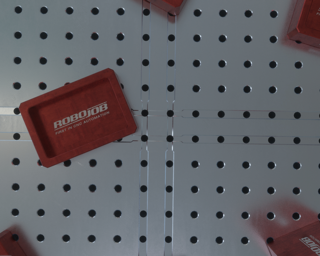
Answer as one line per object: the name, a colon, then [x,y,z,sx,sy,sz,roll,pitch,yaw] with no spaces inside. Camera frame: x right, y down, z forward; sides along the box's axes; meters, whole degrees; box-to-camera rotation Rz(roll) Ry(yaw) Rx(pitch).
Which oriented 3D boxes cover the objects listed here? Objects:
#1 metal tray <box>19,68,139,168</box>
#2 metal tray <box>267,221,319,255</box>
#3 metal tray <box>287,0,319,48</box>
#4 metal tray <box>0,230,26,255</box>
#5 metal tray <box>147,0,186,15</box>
metal tray: [-0.105,-0.013,0.410,0.131,0.030,0.090,-22,90,0]
metal tray: [0.193,0.155,0.362,0.090,0.130,0.030,-23,90,0]
metal tray: [0.249,-0.148,0.412,0.131,0.030,0.090,17,90,0]
metal tray: [-0.238,0.210,0.409,0.130,0.030,0.090,-34,90,0]
metal tray: [0.016,-0.230,0.410,0.090,0.030,0.130,29,90,0]
